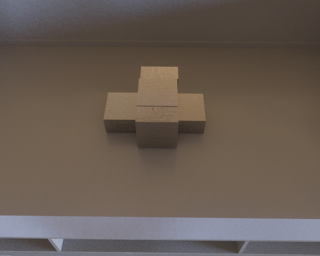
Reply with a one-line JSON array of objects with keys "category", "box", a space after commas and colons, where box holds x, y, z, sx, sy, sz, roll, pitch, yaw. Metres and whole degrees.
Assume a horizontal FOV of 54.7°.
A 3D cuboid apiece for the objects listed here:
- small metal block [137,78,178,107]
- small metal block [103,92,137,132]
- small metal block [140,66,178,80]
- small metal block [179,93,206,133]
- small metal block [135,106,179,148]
[{"category": "small metal block", "box": [-0.003, -0.038, 0.401, 0.050, 0.025, 0.050, 1, 50, 0]}, {"category": "small metal block", "box": [-0.047, -0.022, 0.420, 0.050, 0.025, 0.050, 1, 50, 0]}, {"category": "small metal block", "box": [-0.001, -0.059, 0.435, 0.050, 0.050, 0.025, 1, 50, 0]}, {"category": "small metal block", "box": [0.034, -0.020, 0.420, 0.050, 0.025, 0.050, 1, 50, 0]}, {"category": "small metal block", "box": [-0.003, -0.001, 0.385, 0.050, 0.050, 0.025, 1, 50, 0]}]
